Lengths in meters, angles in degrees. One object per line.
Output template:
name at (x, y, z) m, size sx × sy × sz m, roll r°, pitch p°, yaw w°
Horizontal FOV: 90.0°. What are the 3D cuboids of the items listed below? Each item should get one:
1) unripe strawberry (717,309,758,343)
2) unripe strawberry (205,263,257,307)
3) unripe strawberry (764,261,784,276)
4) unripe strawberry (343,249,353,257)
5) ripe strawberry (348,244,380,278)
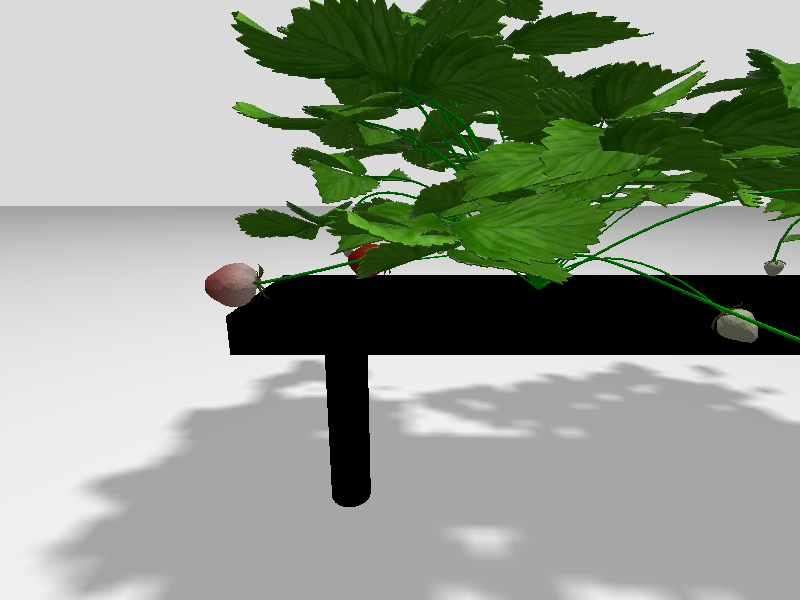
unripe strawberry at (0.197, 0.016, 0.232) m, size 0.018 × 0.019 × 0.020 m, roll -8°, pitch 47°, yaw -28°
unripe strawberry at (-0.126, -0.011, 0.300) m, size 0.037 × 0.032 × 0.037 m, roll -4°, pitch 15°, yaw -12°
unripe strawberry at (0.363, -0.030, 0.389) m, size 0.015 × 0.015 × 0.014 m, roll 2°, pitch 15°, yaw 9°
unripe strawberry at (-0.065, -0.060, 0.503) m, size 0.012 × 0.012 × 0.013 m, roll 12°, pitch 19°, yaw 37°
ripe strawberry at (-0.033, -0.040, 0.403) m, size 0.039 × 0.033 × 0.039 m, roll 4°, pitch 15°, yaw 17°
